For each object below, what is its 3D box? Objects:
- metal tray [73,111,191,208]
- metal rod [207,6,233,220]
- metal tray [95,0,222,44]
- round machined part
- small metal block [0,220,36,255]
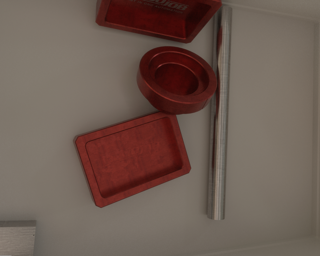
[{"bbox_3d":[-0.033,0.034,0.396,0.131,0.030,0.089,-18,96,-20],"label":"metal tray"},{"bbox_3d":[0.086,-0.021,0.443,0.025,0.025,0.298,3,89,-20],"label":"metal rod"},{"bbox_3d":[-0.004,-0.149,0.372,0.131,0.090,0.030,6,71,-20],"label":"metal tray"},{"bbox_3d":[0.019,-0.055,0.393,0.099,0.042,0.098,9,52,-11],"label":"round machined part"},{"bbox_3d":[-0.169,0.133,0.349,0.050,0.025,0.050,6,88,-20],"label":"small metal block"}]
